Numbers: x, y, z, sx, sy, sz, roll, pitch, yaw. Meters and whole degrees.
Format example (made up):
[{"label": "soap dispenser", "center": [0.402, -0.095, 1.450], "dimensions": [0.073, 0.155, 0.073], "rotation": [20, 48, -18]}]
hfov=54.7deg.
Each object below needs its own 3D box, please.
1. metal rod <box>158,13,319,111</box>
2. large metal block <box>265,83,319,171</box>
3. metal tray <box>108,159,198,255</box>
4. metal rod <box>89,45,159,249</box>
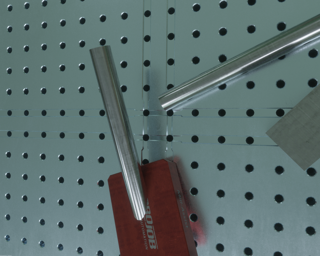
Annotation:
[{"label": "metal rod", "center": [0.134, -0.094, 0.365], "dimensions": [0.300, 0.025, 0.025], "rotation": [-25, 82, 18]}, {"label": "large metal block", "center": [0.161, -0.005, 0.327], "dimensions": [0.080, 0.080, 0.050], "rotation": [-46, 76, 14]}, {"label": "metal tray", "center": [-0.012, 0.114, 0.399], "dimensions": [0.090, 0.030, 0.129], "rotation": [-19, 71, 18]}, {"label": "metal rod", "center": [-0.037, 0.049, 0.388], "dimensions": [0.025, 0.025, 0.298], "rotation": [-10, 101, 20]}]
